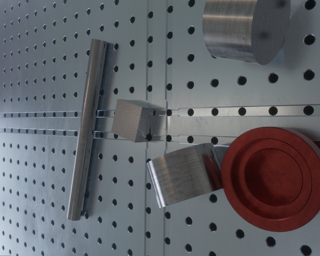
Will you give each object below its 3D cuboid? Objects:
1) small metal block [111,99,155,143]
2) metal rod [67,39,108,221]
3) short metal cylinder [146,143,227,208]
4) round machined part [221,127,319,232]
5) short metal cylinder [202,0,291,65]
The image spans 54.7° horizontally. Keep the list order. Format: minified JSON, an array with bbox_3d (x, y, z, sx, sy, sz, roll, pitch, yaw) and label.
[{"bbox_3d":[-0.040,-0.011,0.442,0.050,0.025,0.050,21,103,38],"label":"small metal block"},{"bbox_3d":[-0.121,0.008,0.508,0.025,0.025,0.298,17,101,39],"label":"metal rod"},{"bbox_3d":[0.030,0.054,0.349,0.080,0.081,0.050,-28,73,36],"label":"short metal cylinder"},{"bbox_3d":[0.114,0.047,0.304,0.098,0.042,0.097,0,90,40],"label":"round machined part"},{"bbox_3d":[0.086,-0.105,0.303,0.050,0.081,0.079,20,103,38],"label":"short metal cylinder"}]
